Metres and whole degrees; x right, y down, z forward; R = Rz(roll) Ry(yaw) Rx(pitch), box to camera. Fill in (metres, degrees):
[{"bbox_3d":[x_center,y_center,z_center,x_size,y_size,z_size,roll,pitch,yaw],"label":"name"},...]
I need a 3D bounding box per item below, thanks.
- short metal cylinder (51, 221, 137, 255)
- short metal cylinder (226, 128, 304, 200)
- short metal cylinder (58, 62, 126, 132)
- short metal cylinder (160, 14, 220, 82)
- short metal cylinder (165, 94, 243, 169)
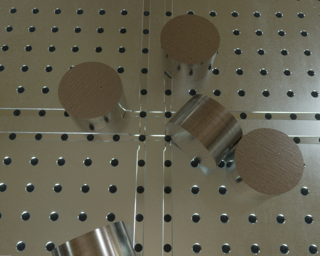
[{"bbox_3d":[-0.068,0.140,0.331,0.080,0.080,0.050,-22,72,-8],"label":"short metal cylinder"},{"bbox_3d":[0.127,0.046,0.383,0.081,0.050,0.080,0,70,0],"label":"short metal cylinder"},{"bbox_3d":[-0.088,-0.041,0.412,0.081,0.050,0.080,0,70,0],"label":"short metal cylinder"},{"bbox_3d":[0.041,-0.112,0.440,0.081,0.050,0.080,0,70,0],"label":"short metal cylinder"},{"bbox_3d":[0.053,0.005,0.382,0.080,0.080,0.050,41,75,13],"label":"short metal cylinder"}]
